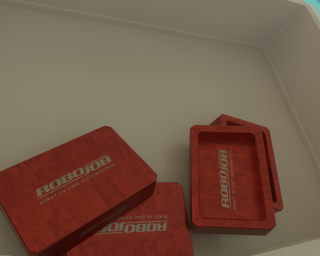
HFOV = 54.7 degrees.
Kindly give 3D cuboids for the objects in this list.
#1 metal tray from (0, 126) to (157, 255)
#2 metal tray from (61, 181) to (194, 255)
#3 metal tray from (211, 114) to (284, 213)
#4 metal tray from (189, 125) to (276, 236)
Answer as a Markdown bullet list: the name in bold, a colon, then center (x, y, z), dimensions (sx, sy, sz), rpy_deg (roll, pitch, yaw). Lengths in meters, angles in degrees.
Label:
- **metal tray**: center (-0.080, 0.057, 0.301), dimensions (0.131, 0.030, 0.090), rpy_deg (-27, 56, -34)
- **metal tray**: center (-0.033, 0.103, 0.322), dimensions (0.131, 0.030, 0.090), rpy_deg (6, 59, -26)
- **metal tray**: center (0.119, 0.050, 0.437), dimensions (0.091, 0.030, 0.130), rpy_deg (15, 55, -20)
- **metal tray**: center (0.082, 0.059, 0.375), dimensions (0.091, 0.030, 0.130), rpy_deg (1, 58, 2)
